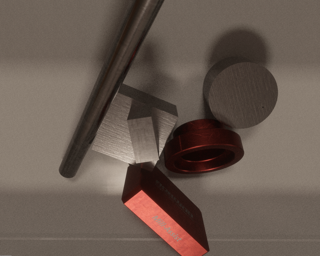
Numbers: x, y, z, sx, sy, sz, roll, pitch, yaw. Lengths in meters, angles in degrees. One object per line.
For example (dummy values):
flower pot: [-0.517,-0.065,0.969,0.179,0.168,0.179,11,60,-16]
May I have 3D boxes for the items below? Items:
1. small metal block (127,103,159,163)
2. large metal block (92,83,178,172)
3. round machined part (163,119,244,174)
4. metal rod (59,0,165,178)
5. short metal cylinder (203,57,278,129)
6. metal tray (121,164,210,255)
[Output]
small metal block: [-0.017,0.004,0.346,0.025,0.050,0.050,-9,110,3]
large metal block: [-0.031,-0.002,0.397,0.080,0.050,0.079,22,108,-8]
round machined part: [0.053,0.022,0.393,0.099,0.042,0.098,-6,153,-3]
metal rod: [-0.063,-0.032,0.336,0.025,0.025,0.298,27,132,-10]
short metal cylinder: [0.097,-0.045,0.383,0.081,0.050,0.079,0,110,-1]
metal tray: [0.009,0.106,0.415,0.030,0.090,0.130,-40,106,13]
